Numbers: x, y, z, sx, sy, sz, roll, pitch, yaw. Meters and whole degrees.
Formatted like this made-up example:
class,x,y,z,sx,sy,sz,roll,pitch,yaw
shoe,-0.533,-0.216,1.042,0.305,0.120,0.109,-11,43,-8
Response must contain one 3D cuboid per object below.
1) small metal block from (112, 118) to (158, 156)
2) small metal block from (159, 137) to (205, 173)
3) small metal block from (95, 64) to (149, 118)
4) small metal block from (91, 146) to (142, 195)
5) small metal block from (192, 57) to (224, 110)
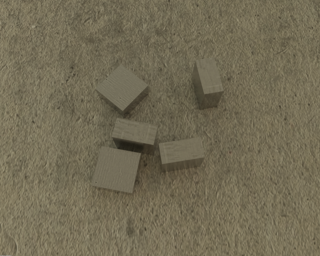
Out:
class,x,y,z,sx,sy,sz,roll,pitch,yaw
small metal block,-0.030,0.012,0.390,0.050,0.050,0.025,11,71,4
small metal block,0.025,0.034,0.382,0.050,0.050,0.025,-9,71,-3
small metal block,-0.051,-0.051,0.426,0.050,0.025,0.050,39,74,13
small metal block,-0.053,0.054,0.388,0.050,0.025,0.050,10,70,3
small metal block,0.063,-0.059,0.417,0.025,0.050,0.050,-10,71,-4
